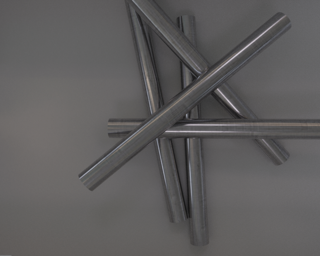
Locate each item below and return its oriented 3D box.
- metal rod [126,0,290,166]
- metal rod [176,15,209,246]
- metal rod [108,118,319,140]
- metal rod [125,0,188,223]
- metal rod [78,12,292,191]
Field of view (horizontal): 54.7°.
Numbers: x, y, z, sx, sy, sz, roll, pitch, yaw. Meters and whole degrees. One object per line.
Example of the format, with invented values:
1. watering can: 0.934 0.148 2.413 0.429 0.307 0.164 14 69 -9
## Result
1. metal rod: 0.060 -0.066 0.389 0.025 0.025 0.300 -44 99 0
2. metal rod: 0.044 0.003 0.411 0.025 0.025 0.298 -4 90 0
3. metal rod: 0.088 0.001 0.379 0.302 0.025 0.025 0 90 4
4. metal rod: -0.005 -0.025 0.411 0.025 0.025 0.298 -12 90 0
5. metal rod: 0.031 -0.033 0.362 0.301 0.025 0.025 -39 90 -3
